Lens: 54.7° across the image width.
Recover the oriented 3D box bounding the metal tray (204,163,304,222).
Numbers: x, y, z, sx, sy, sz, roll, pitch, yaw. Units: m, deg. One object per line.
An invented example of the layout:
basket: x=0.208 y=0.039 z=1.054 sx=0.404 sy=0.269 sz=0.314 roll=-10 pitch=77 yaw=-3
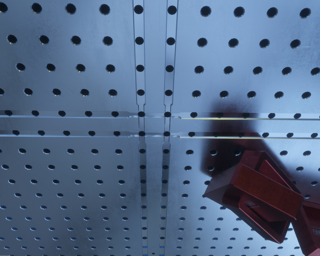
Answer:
metal tray: x=0.122 y=0.095 z=0.431 sx=0.090 sy=0.030 sz=0.130 roll=28 pitch=161 yaw=2

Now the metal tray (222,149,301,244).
metal tray: x=0.155 y=0.103 z=0.459 sx=0.130 sy=0.090 sz=0.030 roll=42 pitch=158 yaw=-30

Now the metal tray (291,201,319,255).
metal tray: x=0.291 y=0.178 z=0.525 sx=0.131 sy=0.090 sz=0.030 roll=15 pitch=128 yaw=-13
